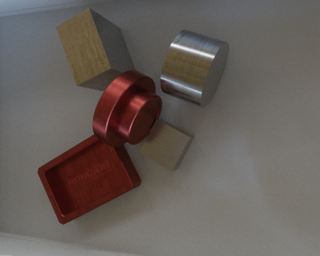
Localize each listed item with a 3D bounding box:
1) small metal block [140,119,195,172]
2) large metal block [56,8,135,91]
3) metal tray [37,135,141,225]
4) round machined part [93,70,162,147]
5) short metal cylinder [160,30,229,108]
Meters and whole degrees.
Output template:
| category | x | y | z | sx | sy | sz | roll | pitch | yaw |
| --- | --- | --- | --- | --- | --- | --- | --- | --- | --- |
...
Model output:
| category | x | y | z | sx | sy | sz | roll | pitch | yaw |
| --- | --- | --- | --- | --- | --- | --- | --- | --- | --- |
| small metal block | 0.009 | 0.022 | 0.406 | 0.050 | 0.025 | 0.050 | 29 | 99 | 17 |
| large metal block | -0.079 | -0.097 | 0.408 | 0.050 | 0.080 | 0.080 | -23 | 83 | 18 |
| metal tray | -0.103 | 0.069 | 0.442 | 0.130 | 0.030 | 0.090 | -30 | 81 | 17 |
| round machined part | -0.033 | -0.018 | 0.382 | 0.042 | 0.098 | 0.097 | 30 | 100 | 19 |
| short metal cylinder | 0.042 | -0.070 | 0.366 | 0.050 | 0.080 | 0.080 | 23 | 98 | 18 |
